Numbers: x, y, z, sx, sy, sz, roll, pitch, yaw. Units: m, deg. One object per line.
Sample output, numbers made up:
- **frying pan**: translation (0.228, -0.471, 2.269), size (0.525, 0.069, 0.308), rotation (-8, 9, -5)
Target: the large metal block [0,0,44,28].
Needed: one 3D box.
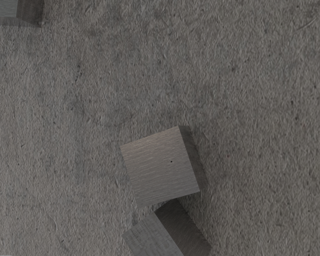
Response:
- **large metal block**: translation (-0.228, -0.204, 0.476), size (0.080, 0.050, 0.079), rotation (10, 93, 19)

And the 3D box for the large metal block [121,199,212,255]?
- **large metal block**: translation (0.012, 0.138, 0.376), size (0.050, 0.080, 0.080), rotation (-40, 78, 16)

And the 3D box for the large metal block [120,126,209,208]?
- **large metal block**: translation (0.006, 0.047, 0.393), size (0.080, 0.050, 0.080), rotation (-20, 83, 19)
